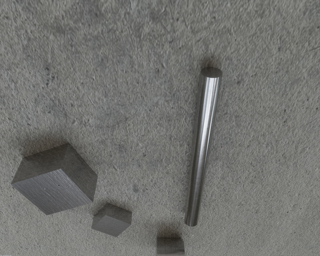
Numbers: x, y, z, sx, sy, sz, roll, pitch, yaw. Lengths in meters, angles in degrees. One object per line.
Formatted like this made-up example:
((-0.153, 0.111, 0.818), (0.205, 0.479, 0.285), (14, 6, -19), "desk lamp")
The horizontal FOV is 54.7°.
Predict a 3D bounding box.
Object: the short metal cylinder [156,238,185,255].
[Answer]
((0.018, 0.252, 0.586), (0.050, 0.080, 0.079), (2, 130, -2), "short metal cylinder")

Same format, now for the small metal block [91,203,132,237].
((-0.084, 0.162, 0.545), (0.050, 0.025, 0.050), (28, 124, -23), "small metal block")

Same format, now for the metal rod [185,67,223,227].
((0.057, 0.050, 0.450), (0.025, 0.025, 0.298), (0, 130, -1), "metal rod")

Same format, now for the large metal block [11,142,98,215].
((-0.150, 0.076, 0.454), (0.080, 0.050, 0.080), (-18, 128, 14), "large metal block")
